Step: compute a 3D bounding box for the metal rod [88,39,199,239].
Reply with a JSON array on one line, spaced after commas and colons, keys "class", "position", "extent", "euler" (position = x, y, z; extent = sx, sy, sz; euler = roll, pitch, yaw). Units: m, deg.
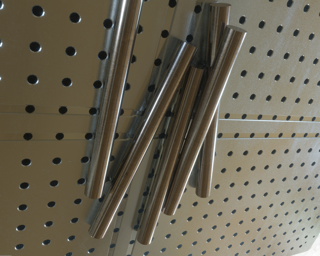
[{"class": "metal rod", "position": [-0.029, 0.027, 0.413], "extent": [0.025, 0.025, 0.298], "euler": [15, 111, -35]}]

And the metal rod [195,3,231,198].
[{"class": "metal rod", "position": [0.071, -0.018, 0.441], "extent": [0.025, 0.025, 0.298], "euler": [-14, 125, -21]}]

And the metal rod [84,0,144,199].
[{"class": "metal rod", "position": [-0.053, -0.043, 0.356], "extent": [0.025, 0.025, 0.298], "euler": [1, 118, -29]}]

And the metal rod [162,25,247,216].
[{"class": "metal rod", "position": [0.050, 0.010, 0.427], "extent": [0.025, 0.025, 0.298], "euler": [-2, 125, -28]}]

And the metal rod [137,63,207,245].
[{"class": "metal rod", "position": [0.011, 0.053, 0.451], "extent": [0.025, 0.025, 0.298], "euler": [1, 118, -29]}]
